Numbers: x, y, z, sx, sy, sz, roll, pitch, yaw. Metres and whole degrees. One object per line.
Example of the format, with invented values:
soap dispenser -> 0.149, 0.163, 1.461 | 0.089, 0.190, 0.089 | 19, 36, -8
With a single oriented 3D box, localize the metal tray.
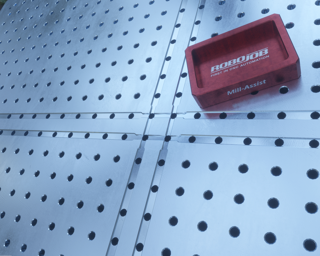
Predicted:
metal tray -> 0.102, -0.087, 0.405 | 0.130, 0.030, 0.090 | -17, 55, 18
